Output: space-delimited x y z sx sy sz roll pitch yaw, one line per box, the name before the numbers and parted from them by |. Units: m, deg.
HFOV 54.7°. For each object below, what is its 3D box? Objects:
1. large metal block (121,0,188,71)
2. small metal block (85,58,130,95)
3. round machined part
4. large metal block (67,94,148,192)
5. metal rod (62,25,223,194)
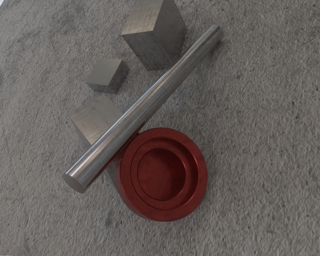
large metal block | -0.004 -0.143 0.459 0.050 0.080 0.080 2 63 29
small metal block | -0.084 -0.084 0.500 0.050 0.025 0.050 12 68 33
round machined part | -0.001 0.052 0.339 0.042 0.099 0.098 -36 33 63
large metal block | -0.061 0.018 0.382 0.050 0.080 0.080 -33 49 -18
metal rod | 0.002 -0.045 0.360 0.025 0.025 0.301 12 46 33
